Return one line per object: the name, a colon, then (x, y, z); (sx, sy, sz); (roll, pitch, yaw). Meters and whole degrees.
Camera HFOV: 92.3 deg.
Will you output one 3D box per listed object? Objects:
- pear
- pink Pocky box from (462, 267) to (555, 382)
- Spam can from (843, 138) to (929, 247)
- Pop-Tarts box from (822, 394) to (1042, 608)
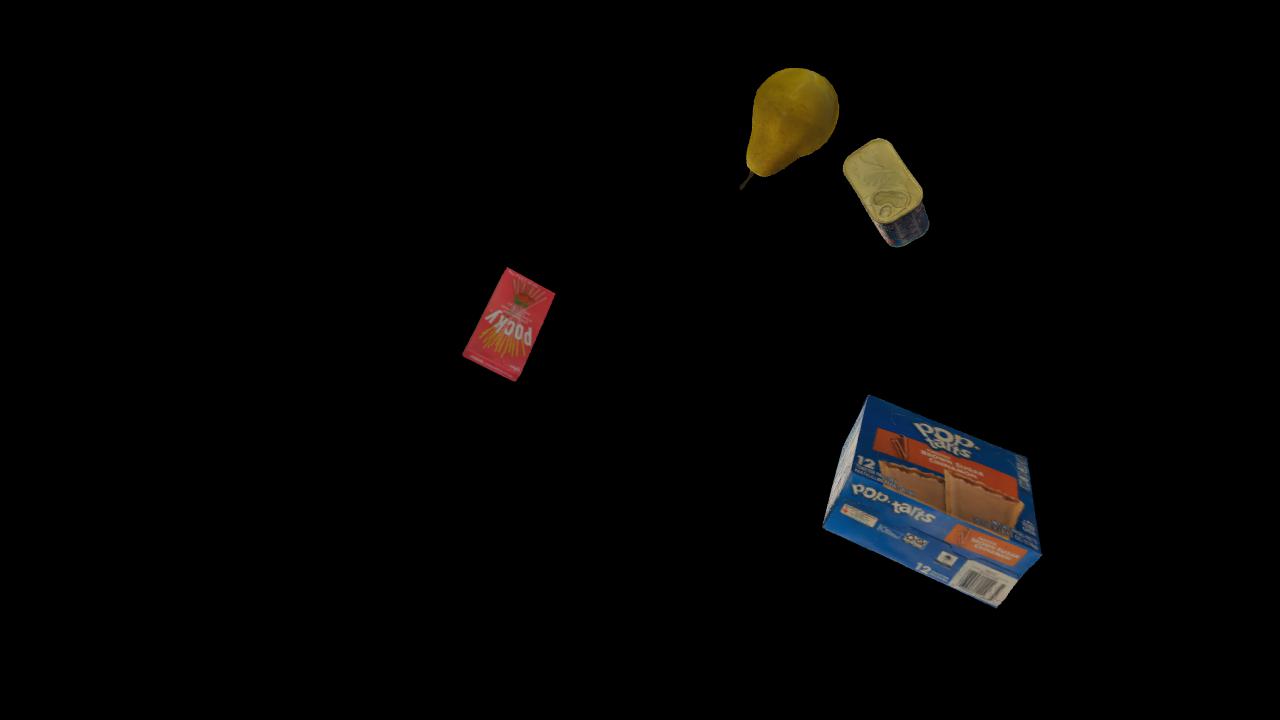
pear: (0.127, -0.204, 0.559); (0.080, 0.111, 0.080); (29, 8, -5)
pink Pocky box: (-0.186, -0.053, 0.889); (0.084, 0.155, 0.029); (28, -33, -17)
Spam can: (0.288, -0.190, 0.713); (0.058, 0.101, 0.085); (-31, -25, 23)
Pop-Tarts box: (0.283, 0.130, 0.607); (0.167, 0.083, 0.141); (24, 36, 14)
